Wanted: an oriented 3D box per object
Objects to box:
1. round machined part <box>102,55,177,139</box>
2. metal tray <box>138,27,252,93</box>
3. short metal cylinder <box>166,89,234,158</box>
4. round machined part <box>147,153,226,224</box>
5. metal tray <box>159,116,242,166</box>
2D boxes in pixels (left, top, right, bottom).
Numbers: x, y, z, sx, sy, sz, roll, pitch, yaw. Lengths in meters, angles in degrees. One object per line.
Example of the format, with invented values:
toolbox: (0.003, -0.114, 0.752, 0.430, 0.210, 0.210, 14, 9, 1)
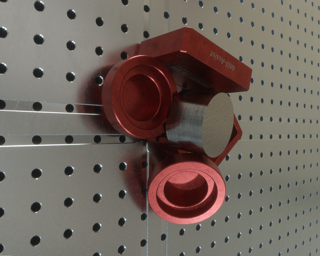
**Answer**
round machined part: (-0.028, -0.036, 0.377, 0.099, 0.042, 0.097, 0, 90, -40)
metal tray: (0.047, -0.081, 0.408, 0.131, 0.090, 0.030, 19, 78, -39)
short metal cylinder: (0.052, -0.007, 0.390, 0.081, 0.050, 0.079, -17, 112, -49)
round machined part: (0.033, 0.074, 0.405, 0.099, 0.042, 0.097, -1, 115, -2)
metal tray: (0.066, 0.013, 0.463, 0.131, 0.030, 0.090, -44, 117, -31)
